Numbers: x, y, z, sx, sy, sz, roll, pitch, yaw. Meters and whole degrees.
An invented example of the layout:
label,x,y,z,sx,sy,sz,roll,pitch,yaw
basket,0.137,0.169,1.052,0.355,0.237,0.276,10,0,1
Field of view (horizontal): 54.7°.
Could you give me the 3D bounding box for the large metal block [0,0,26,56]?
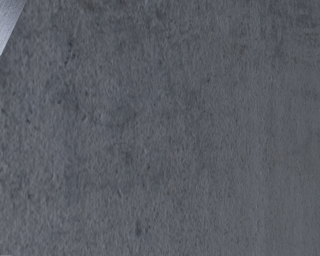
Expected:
label,x,y,z,sx,sy,sz,roll,pitch,yaw
large metal block,-0.162,-0.110,0.253,0.080,0.050,0.080,27,73,-37
